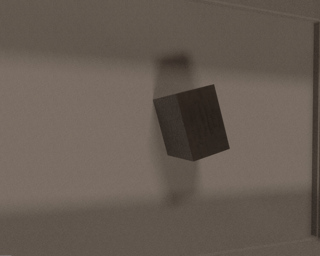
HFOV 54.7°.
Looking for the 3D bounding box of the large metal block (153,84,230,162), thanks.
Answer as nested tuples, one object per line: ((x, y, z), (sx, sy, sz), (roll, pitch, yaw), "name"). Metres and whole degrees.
((0.037, -0.007, 0.396), (0.050, 0.080, 0.080), (-17, 96, -20), "large metal block")
